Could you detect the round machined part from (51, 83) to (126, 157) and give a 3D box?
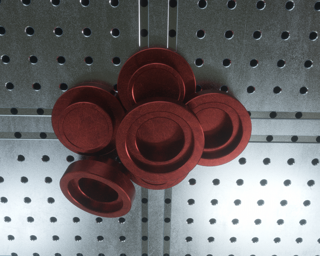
[{"bbox_3d":[-0.091,-0.006,0.401,0.099,0.042,0.097,0,110,0],"label":"round machined part"}]

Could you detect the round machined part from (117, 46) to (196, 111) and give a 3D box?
[{"bbox_3d":[-0.004,-0.050,0.386,0.099,0.042,0.097,0,110,0],"label":"round machined part"}]

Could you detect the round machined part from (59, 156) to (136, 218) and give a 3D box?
[{"bbox_3d":[-0.079,0.075,0.417,0.098,0.042,0.097,9,134,10],"label":"round machined part"}]

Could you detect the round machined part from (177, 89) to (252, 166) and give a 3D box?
[{"bbox_3d":[0.064,-0.003,0.403,0.099,0.042,0.097,0,110,0],"label":"round machined part"}]

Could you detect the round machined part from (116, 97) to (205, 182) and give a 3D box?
[{"bbox_3d":[0.000,0.010,0.362,0.099,0.042,0.097,0,110,0],"label":"round machined part"}]

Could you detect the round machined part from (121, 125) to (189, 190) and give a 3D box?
[{"bbox_3d":[-0.004,0.042,0.419,0.099,0.042,0.097,0,110,0],"label":"round machined part"}]
